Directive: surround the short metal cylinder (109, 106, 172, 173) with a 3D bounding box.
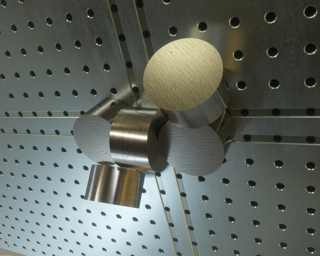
[{"bbox_3d":[-0.020,0.014,0.393,0.050,0.080,0.079,5,121,25],"label":"short metal cylinder"}]

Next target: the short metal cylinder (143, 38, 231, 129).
[{"bbox_3d":[0.029,-0.045,0.323,0.080,0.080,0.050,8,164,23],"label":"short metal cylinder"}]

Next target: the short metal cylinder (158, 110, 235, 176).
[{"bbox_3d":[0.045,0.011,0.376,0.080,0.050,0.079,13,124,20],"label":"short metal cylinder"}]

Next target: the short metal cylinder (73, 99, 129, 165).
[{"bbox_3d":[-0.073,0.006,0.434,0.080,0.050,0.079,13,124,20],"label":"short metal cylinder"}]

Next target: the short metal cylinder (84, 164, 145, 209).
[{"bbox_3d":[-0.065,0.086,0.454,0.080,0.050,0.080,9,165,3],"label":"short metal cylinder"}]
